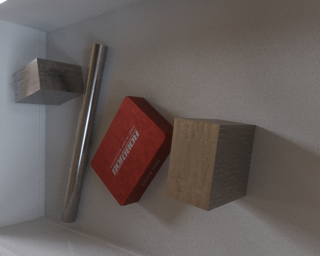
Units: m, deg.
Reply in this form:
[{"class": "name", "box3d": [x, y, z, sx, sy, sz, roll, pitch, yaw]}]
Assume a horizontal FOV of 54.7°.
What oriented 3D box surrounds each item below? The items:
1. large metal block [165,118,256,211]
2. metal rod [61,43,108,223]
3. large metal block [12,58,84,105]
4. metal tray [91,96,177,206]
[{"class": "large metal block", "box3d": [0.055, 0.033, 0.324, 0.050, 0.081, 0.079, 11, 97, 39]}, {"class": "metal rod", "box3d": [-0.125, 0.014, 0.506, 0.025, 0.025, 0.298, 21, 103, 38]}, {"class": "large metal block", "box3d": [-0.188, -0.074, 0.523, 0.080, 0.081, 0.050, -16, 80, 38]}, {"class": "metal tray", "box3d": [-0.040, 0.032, 0.434, 0.090, 0.030, 0.129, 45, 117, 30]}]
